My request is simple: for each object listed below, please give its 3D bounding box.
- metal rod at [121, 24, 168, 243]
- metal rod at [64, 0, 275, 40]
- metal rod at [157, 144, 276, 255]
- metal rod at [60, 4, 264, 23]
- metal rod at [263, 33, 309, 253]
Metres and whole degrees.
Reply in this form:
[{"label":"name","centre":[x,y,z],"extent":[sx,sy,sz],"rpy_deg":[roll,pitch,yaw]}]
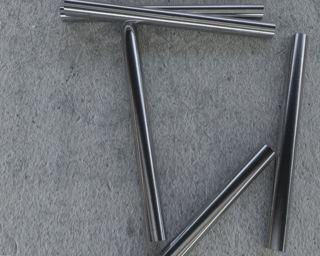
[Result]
[{"label":"metal rod","centre":[-0.025,-0.008,0.410],"extent":[0.025,0.025,0.299],"rpy_deg":[-8,70,-3]},{"label":"metal rod","centre":[0.017,-0.158,0.451],"extent":[0.302,0.025,0.025],"rpy_deg":[5,70,-4]},{"label":"metal rod","centre":[0.032,0.129,0.360],"extent":[0.025,0.025,0.301],"rpy_deg":[43,75,14]},{"label":"metal rod","centre":[0.003,-0.175,0.471],"extent":[0.302,0.025,0.025],"rpy_deg":[-1,70,-1]},{"label":"metal rod","centre":[0.169,0.005,0.407],"extent":[0.025,0.025,0.299],"rpy_deg":[13,70,5]}]
